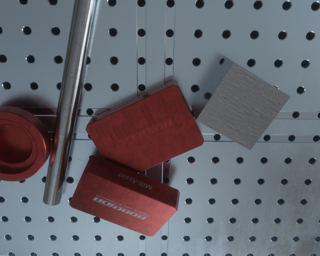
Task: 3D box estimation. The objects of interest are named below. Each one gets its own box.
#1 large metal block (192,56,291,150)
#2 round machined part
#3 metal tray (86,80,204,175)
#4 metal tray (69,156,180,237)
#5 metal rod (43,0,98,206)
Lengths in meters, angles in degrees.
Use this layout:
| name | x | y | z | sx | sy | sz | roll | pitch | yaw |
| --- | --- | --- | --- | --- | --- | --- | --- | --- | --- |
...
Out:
| name | x | y | z | sx | sy | sz | roll | pitch | yaw |
| --- | --- | --- | --- | --- | --- | --- | --- | --- | --- |
| large metal block | 0.098 | -0.032 | 0.390 | 0.080 | 0.050 | 0.080 | 28 | 107 | -11 |
| round machined part | -0.193 | 0.018 | 0.408 | 0.099 | 0.042 | 0.097 | 0 | 110 | -1 |
| metal tray | -0.019 | 0.004 | 0.412 | 0.130 | 0.030 | 0.090 | -24 | 109 | 8 |
| metal tray | -0.050 | 0.098 | 0.429 | 0.131 | 0.030 | 0.089 | 24 | 131 | -9 |
| metal rod | -0.119 | -0.030 | 0.400 | 0.025 | 0.025 | 0.298 | 14 | 109 | -6 |
